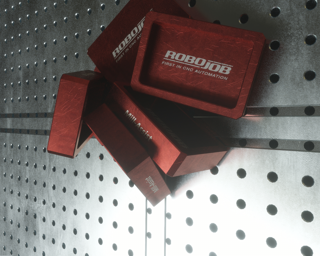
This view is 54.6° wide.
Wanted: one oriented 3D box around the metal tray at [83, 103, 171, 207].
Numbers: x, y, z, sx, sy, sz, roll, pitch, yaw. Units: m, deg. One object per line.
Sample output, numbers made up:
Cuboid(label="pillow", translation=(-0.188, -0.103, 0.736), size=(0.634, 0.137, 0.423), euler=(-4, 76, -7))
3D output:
Cuboid(label="metal tray", translation=(-0.036, 0.037, 0.377), size=(0.030, 0.130, 0.090), euler=(-38, 60, -9))

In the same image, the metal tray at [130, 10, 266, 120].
Cuboid(label="metal tray", translation=(0.039, -0.070, 0.343), size=(0.130, 0.030, 0.089), euler=(17, 102, 15))

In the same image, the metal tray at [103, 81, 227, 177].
Cuboid(label="metal tray", translation=(0.005, -0.003, 0.362), size=(0.130, 0.091, 0.030), euler=(46, 117, 30))

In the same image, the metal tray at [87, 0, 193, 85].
Cuboid(label="metal tray", translation=(-0.026, -0.114, 0.404), size=(0.130, 0.030, 0.090), euler=(-44, 66, 15))

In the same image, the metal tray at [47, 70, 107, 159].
Cuboid(label="metal tray", translation=(-0.100, -0.025, 0.394), size=(0.030, 0.130, 0.089), euler=(14, 102, -4))

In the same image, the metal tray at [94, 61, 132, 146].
Cuboid(label="metal tray", translation=(-0.071, -0.049, 0.466), size=(0.090, 0.030, 0.129), euler=(46, 117, 29))
